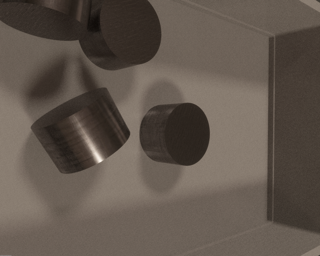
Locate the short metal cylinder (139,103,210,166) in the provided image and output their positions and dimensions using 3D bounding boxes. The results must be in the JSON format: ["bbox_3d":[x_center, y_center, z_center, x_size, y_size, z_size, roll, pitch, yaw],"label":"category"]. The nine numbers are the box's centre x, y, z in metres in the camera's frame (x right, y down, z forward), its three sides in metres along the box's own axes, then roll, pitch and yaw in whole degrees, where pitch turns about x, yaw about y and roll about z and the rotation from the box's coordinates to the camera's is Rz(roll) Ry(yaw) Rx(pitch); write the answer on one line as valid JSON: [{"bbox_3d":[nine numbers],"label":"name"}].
[{"bbox_3d":[0.020,0.008,0.409,0.081,0.050,0.079,0,90,-40],"label":"short metal cylinder"}]

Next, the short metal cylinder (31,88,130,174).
[{"bbox_3d":[-0.077,0.001,0.308,0.080,0.080,0.050,-40,115,-33],"label":"short metal cylinder"}]

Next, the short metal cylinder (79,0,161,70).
[{"bbox_3d":[-0.045,-0.109,0.354,0.081,0.050,0.079,0,90,-40],"label":"short metal cylinder"}]

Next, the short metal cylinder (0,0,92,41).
[{"bbox_3d":[-0.104,-0.119,0.284,0.081,0.080,0.050,11,84,-40],"label":"short metal cylinder"}]

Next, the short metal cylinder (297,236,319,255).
[{"bbox_3d":[0.347,0.281,0.670,0.050,0.080,0.080,31,71,-36],"label":"short metal cylinder"}]
